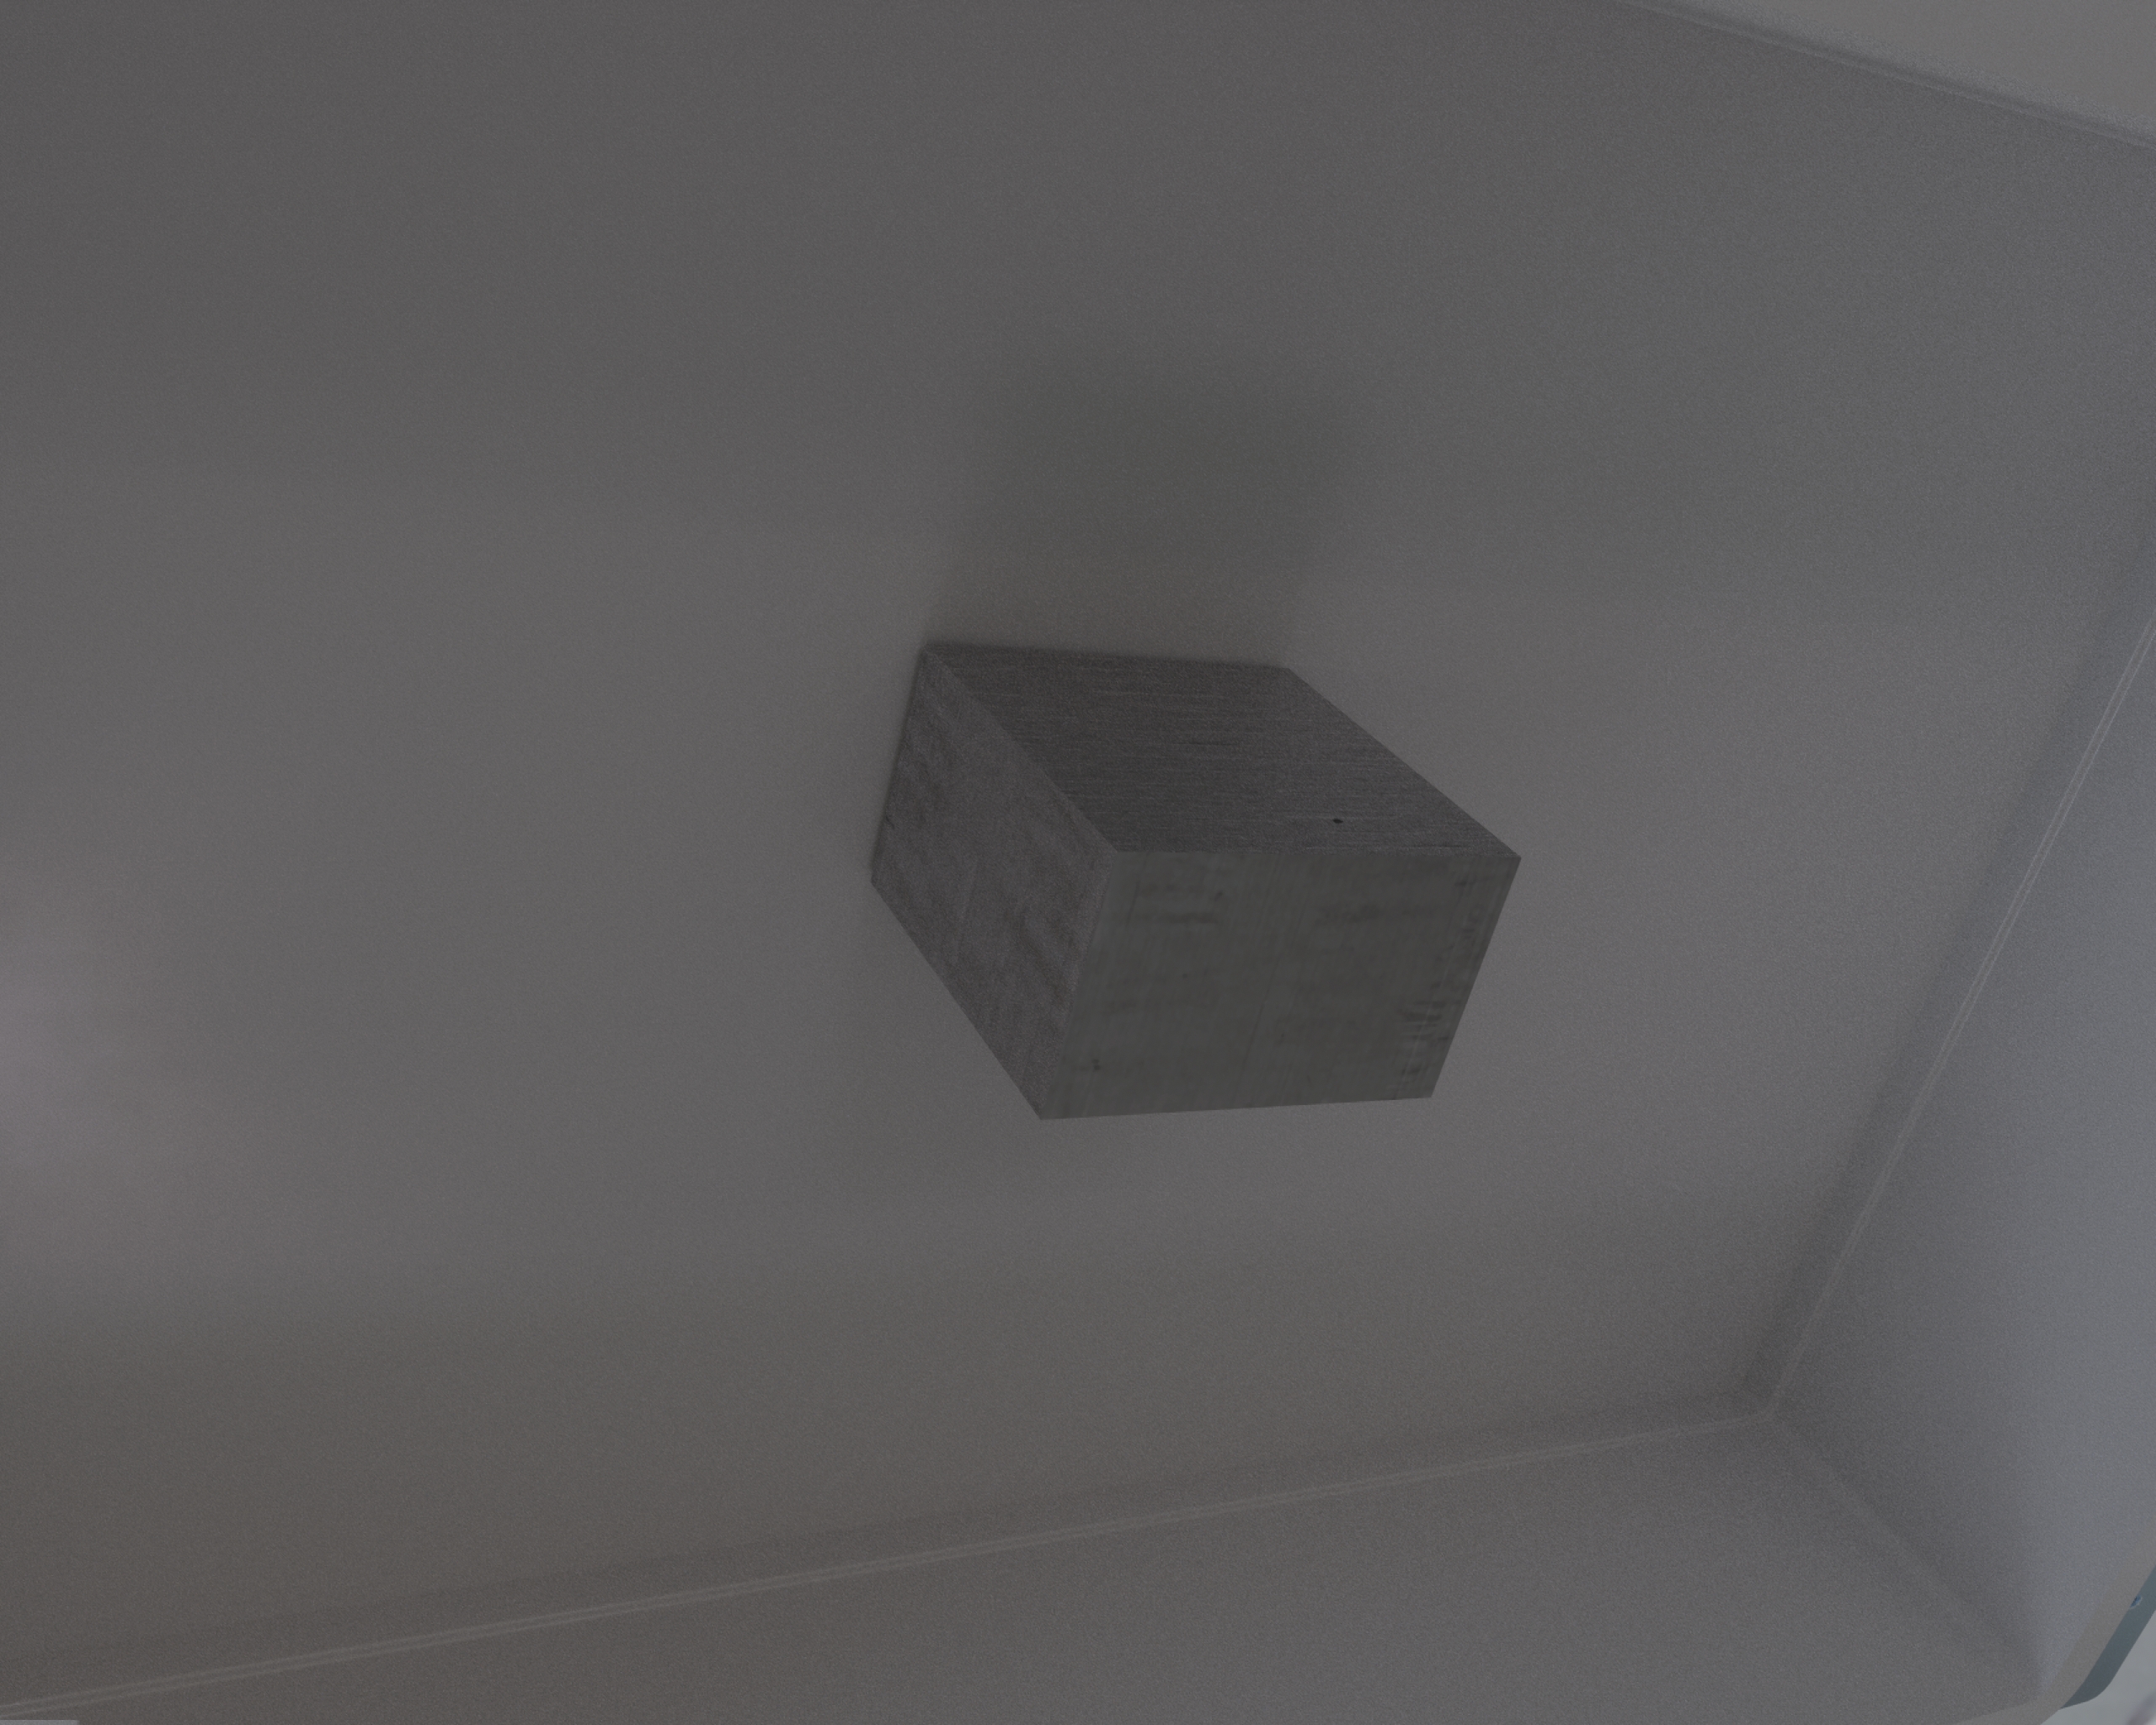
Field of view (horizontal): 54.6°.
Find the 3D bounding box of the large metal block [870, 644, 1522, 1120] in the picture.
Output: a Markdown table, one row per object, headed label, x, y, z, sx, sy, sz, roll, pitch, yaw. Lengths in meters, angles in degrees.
| label | x | y | z | sx | sy | sz | roll | pitch | yaw |
| --- | --- | --- | --- | --- | --- | --- | --- | --- | --- |
| large metal block | 0.018 | 0.001 | 0.380 | 0.081 | 0.080 | 0.050 | 1 | 118 | -29 |
